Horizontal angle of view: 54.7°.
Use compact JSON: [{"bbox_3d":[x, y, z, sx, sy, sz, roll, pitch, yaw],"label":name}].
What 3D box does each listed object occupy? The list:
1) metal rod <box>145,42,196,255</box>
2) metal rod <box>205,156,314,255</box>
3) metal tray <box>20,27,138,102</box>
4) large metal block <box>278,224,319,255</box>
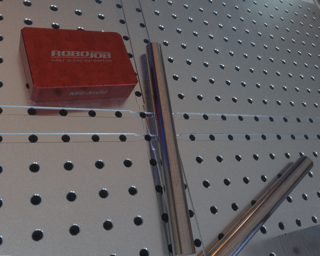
[{"bbox_3d":[0.008,0.007,0.407,0.025,0.025,0.299,6,59,-25],"label":"metal rod"},{"bbox_3d":[0.130,0.114,0.408,0.302,0.025,0.025,-29,78,-37],"label":"metal rod"},{"bbox_3d":[-0.103,-0.083,0.400,0.131,0.030,0.090,-7,65,-31],"label":"metal tray"},{"bbox_3d":[0.209,0.163,0.386,0.050,0.080,0.080,0,62,-28],"label":"large metal block"}]
